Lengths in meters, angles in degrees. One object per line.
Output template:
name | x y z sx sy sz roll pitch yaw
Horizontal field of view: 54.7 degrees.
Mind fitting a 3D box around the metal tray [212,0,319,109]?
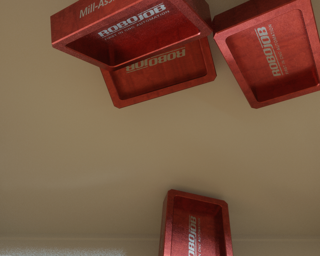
metal tray | 0.123 -0.080 0.337 0.090 0.030 0.130 -17 139 26

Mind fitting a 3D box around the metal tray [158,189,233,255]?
metal tray | 0.047 0.149 0.409 0.091 0.130 0.030 14 130 -5

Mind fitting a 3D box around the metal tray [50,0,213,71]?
metal tray | -0.027 -0.098 0.297 0.130 0.090 0.030 -14 76 29

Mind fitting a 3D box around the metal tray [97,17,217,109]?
metal tray | -0.006 -0.085 0.377 0.131 0.030 0.089 -16 110 5
